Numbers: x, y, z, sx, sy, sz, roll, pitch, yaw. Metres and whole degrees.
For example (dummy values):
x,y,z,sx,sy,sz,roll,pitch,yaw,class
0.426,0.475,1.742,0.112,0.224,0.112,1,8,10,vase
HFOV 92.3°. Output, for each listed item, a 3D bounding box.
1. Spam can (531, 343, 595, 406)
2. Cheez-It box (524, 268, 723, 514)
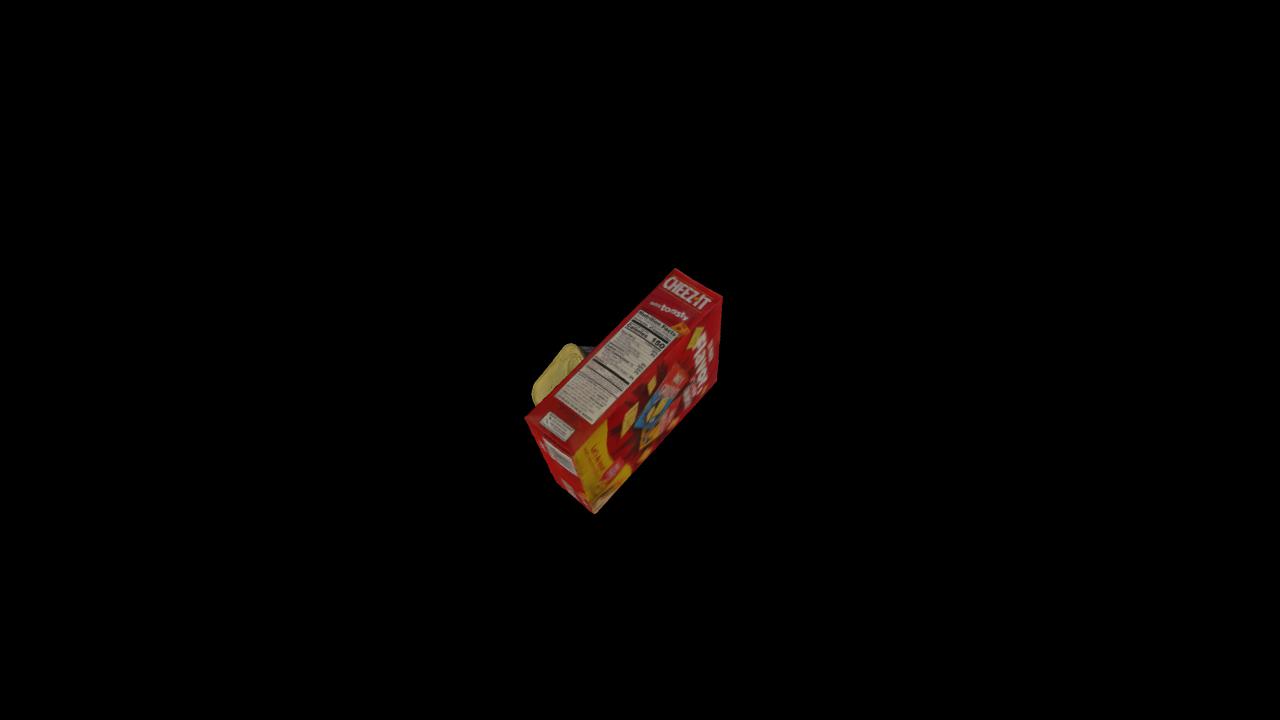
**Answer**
x,y,z,sx,sy,sz,roll,pitch,yaw,class
-0.065,0.028,0.737,0.085,0.058,0.101,1,-39,-49,Spam can
-0.005,0.036,0.641,0.071,0.223,0.166,35,-23,23,Cheez-It box
